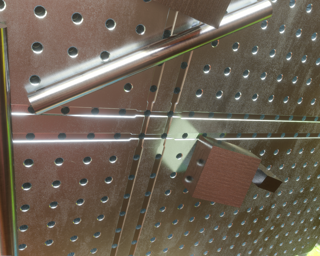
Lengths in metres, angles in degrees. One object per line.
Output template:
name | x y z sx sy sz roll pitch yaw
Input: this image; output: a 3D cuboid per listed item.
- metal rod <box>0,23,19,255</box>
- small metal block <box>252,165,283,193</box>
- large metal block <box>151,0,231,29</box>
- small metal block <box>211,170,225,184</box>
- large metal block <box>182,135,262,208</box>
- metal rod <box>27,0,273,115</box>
metal rod | -0.174 0.040 0.340 0.025 0.025 0.298 -4 120 -27
small metal block | 0.177 0.084 0.543 0.050 0.050 0.025 23 106 -37
large metal block | 0.033 -0.158 0.315 0.081 0.050 0.079 11 113 -33
small metal block | 0.102 0.087 0.521 0.050 0.025 0.050 -44 129 2
large metal block | 0.090 0.064 0.463 0.081 0.050 0.080 16 102 -17
metal rod | 0.000 -0.087 0.356 0.302 0.025 0.025 -25 128 -13
